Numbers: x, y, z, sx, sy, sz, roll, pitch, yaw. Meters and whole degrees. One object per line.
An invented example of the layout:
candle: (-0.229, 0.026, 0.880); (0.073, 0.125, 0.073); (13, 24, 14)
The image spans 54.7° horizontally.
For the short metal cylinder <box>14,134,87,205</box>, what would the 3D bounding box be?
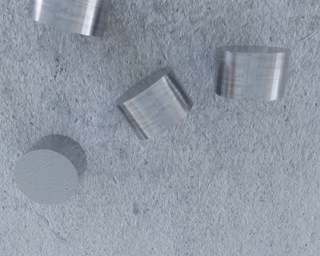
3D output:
short metal cylinder: (-0.144, 0.055, 0.415); (0.081, 0.050, 0.079); (0, 110, 0)

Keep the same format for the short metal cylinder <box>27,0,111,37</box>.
short metal cylinder: (-0.094, -0.134, 0.330); (0.080, 0.080, 0.050); (15, 109, -6)

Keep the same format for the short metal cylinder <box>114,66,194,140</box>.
short metal cylinder: (-0.008, -0.030, 0.369); (0.080, 0.080, 0.050); (-31, 107, 11)

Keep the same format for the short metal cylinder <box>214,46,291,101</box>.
short metal cylinder: (0.104, -0.066, 0.357); (0.081, 0.080, 0.050); (0, 110, 0)
